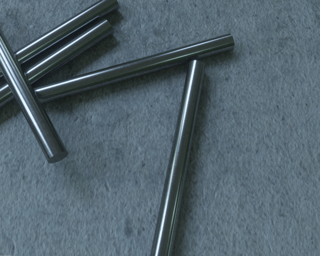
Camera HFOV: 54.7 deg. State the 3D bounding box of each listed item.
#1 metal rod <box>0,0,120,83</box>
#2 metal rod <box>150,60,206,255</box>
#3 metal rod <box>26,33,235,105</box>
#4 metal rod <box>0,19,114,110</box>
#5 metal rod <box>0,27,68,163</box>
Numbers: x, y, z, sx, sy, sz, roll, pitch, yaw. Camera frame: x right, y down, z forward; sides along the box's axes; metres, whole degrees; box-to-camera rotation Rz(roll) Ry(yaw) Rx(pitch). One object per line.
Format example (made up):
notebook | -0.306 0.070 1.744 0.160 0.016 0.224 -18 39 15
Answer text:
metal rod | -0.187 -0.107 0.444 0.301 0.025 0.025 -37 75 -13
metal rod | 0.023 0.048 0.390 0.025 0.025 0.299 11 70 3
metal rod | -0.039 -0.082 0.437 0.302 0.025 0.025 -17 71 -7
metal rod | -0.191 -0.061 0.427 0.301 0.025 0.025 -38 75 -13
metal rod | -0.200 -0.085 0.408 0.025 0.025 0.299 -30 73 -11
